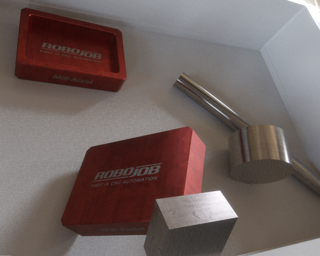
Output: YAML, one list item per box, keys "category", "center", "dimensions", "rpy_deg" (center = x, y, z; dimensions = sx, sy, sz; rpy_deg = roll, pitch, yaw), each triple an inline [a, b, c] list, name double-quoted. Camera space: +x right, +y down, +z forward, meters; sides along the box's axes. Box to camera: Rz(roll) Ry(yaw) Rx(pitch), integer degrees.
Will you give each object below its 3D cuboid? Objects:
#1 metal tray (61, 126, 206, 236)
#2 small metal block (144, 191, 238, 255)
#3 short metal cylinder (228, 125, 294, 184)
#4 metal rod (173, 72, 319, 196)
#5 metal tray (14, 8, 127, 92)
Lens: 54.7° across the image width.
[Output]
- category: "metal tray"
  center: [-0.025, 0.053, 0.296]
  dimensions: [0.030, 0.130, 0.090]
  rpy_deg: [50, 40, -40]
- category: "small metal block"
  center: [0.020, 0.074, 0.218]
  dimensions: [0.050, 0.050, 0.025]
  rpy_deg: [-2, 34, -23]
- category: "short metal cylinder"
  center: [0.135, 0.038, 0.422]
  dimensions: [0.081, 0.080, 0.050]
  rpy_deg: [16, 56, -20]
- category: "metal rod"
  center: [0.148, 0.014, 0.478]
  dimensions: [0.301, 0.025, 0.025]
  rpy_deg: [37, 51, -4]
- category: "metal tray"
  center: [-0.113, -0.099, 0.402]
  dimensions: [0.131, 0.030, 0.090]
  rpy_deg: [5, 59, -26]
